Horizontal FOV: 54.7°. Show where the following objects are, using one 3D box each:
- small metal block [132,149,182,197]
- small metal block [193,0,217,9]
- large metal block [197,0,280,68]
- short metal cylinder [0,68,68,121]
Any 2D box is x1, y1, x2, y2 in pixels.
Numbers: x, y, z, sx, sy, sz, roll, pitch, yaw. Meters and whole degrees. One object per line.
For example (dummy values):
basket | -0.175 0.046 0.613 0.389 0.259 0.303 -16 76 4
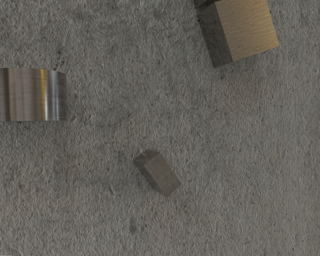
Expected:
small metal block | -0.005 0.056 0.395 0.025 0.050 0.050 -38 103 -16
small metal block | 0.077 -0.191 0.425 0.050 0.050 0.025 -23 98 -19
large metal block | 0.110 -0.138 0.438 0.081 0.050 0.080 -22 98 -19
short metal cylinder | -0.141 -0.032 0.328 0.081 0.080 0.050 -1 91 -20
